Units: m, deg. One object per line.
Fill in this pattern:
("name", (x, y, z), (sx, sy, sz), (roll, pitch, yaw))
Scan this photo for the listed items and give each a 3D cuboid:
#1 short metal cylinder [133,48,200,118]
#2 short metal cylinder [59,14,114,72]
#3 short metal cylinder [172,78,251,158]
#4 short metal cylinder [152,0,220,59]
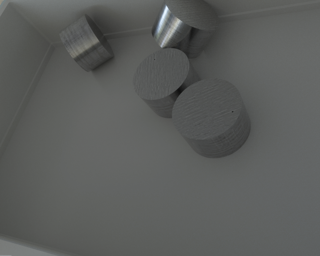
("short metal cylinder", (0.011, -0.060, 0.417), (0.080, 0.050, 0.080), (-13, 59, 22))
("short metal cylinder", (-0.121, -0.141, 0.519), (0.050, 0.080, 0.080), (-31, 52, 8))
("short metal cylinder", (0.061, -0.011, 0.364), (0.080, 0.050, 0.080), (-13, 56, 20))
("short metal cylinder", (0.035, -0.143, 0.431), (0.050, 0.081, 0.080), (123, 146, -47))
